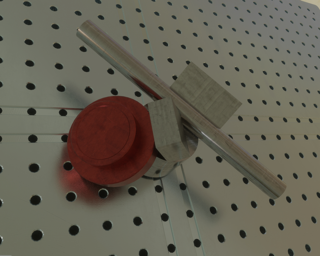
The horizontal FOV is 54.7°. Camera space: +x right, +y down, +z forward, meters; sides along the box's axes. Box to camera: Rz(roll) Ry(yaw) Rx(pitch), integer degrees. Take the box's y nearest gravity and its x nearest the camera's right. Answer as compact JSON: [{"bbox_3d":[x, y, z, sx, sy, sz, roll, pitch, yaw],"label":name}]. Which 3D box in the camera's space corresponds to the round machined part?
[{"bbox_3d":[-0.053,0.010,0.325,0.098,0.042,0.098,-4,71,11],"label":"round machined part"}]

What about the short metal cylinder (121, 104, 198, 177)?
[{"bbox_3d":[-0.001,0.014,0.378,0.081,0.050,0.080,14,56,-21],"label":"short metal cylinder"}]

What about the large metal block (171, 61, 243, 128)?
[{"bbox_3d":[0.055,-0.041,0.415,0.080,0.050,0.080,39,8,-2],"label":"large metal block"}]

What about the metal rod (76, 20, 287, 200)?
[{"bbox_3d":[0.026,-0.021,0.366,0.300,0.025,0.025,40,51,-1],"label":"metal rod"}]

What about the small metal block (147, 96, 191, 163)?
[{"bbox_3d":[0.010,0.003,0.324,0.025,0.050,0.050,-16,64,9],"label":"small metal block"}]
